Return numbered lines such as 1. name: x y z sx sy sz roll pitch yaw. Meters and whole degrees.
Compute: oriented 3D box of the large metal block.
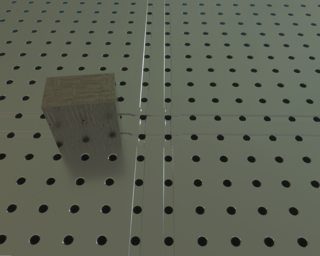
1. large metal block: -0.093 -0.019 0.387 0.081 0.080 0.050 -5 50 -5
